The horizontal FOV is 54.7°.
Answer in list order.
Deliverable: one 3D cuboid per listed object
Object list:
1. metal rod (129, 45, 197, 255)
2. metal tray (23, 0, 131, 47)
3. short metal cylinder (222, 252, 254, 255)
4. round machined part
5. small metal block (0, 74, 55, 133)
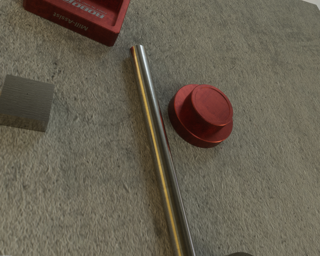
[{"bbox_3d":[-0.002,0.018,0.393,0.025,0.025,0.299,1,61,-28],"label":"metal rod"},{"bbox_3d":[-0.116,-0.182,0.449,0.131,0.030,0.090,21,54,-16],"label":"metal tray"},{"bbox_3d":[0.076,0.176,0.323,0.081,0.050,0.080,14,56,-21],"label":"short metal cylinder"},{"bbox_3d":[0.065,-0.024,0.444,0.099,0.042,0.098,14,56,-21],"label":"round machined part"},{"bbox_3d":[-0.147,-0.027,0.341,0.050,0.025,0.050,11,57,-22],"label":"small metal block"}]
